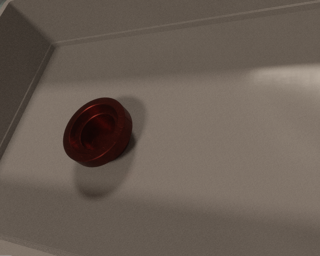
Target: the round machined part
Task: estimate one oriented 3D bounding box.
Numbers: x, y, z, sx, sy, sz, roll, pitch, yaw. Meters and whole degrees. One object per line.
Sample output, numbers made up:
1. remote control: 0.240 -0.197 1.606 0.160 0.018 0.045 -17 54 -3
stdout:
1. round machined part: -0.081 0.009 0.430 0.098 0.042 0.098 -13 56 20
